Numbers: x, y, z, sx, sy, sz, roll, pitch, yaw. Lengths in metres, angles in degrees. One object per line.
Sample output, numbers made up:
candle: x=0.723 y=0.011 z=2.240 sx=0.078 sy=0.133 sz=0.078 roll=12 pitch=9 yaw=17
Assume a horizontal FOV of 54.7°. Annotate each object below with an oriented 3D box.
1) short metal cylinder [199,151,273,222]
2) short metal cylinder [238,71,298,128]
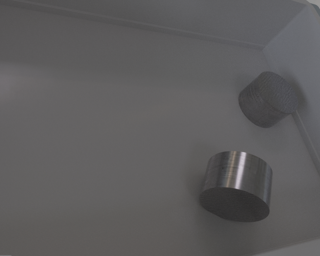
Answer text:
short metal cylinder: x=0.093 y=0.072 z=0.376 sx=0.080 sy=0.080 sz=0.050 roll=29 pitch=52 yaw=-10
short metal cylinder: x=0.179 y=-0.047 z=0.514 sx=0.081 sy=0.050 sz=0.080 roll=14 pitch=56 yaw=-21
